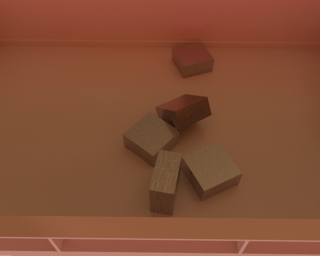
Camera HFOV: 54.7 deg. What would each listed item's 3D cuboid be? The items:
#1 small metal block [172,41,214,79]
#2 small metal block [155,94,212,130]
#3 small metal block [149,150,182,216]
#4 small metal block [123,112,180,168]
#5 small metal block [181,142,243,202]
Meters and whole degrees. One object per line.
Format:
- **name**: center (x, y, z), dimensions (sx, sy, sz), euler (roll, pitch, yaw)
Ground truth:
- **small metal block**: center (0.052, -0.110, 0.498), dimensions (0.050, 0.025, 0.050), euler (-16, 52, -13)
- **small metal block**: center (0.030, -0.022, 0.407), dimensions (0.050, 0.025, 0.050), euler (-25, 21, -24)
- **small metal block**: center (0.007, 0.060, 0.338), dimensions (0.025, 0.050, 0.050), euler (9, 51, 7)
- **small metal block**: center (-0.011, 0.014, 0.393), dimensions (0.050, 0.025, 0.050), euler (33, 58, 25)
- **small metal block**: center (0.059, 0.050, 0.363), dimensions (0.050, 0.025, 0.050), euler (-21, 53, -17)
